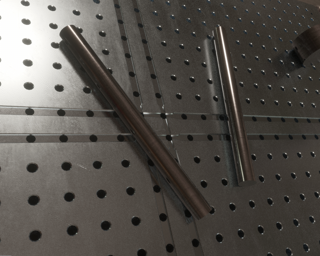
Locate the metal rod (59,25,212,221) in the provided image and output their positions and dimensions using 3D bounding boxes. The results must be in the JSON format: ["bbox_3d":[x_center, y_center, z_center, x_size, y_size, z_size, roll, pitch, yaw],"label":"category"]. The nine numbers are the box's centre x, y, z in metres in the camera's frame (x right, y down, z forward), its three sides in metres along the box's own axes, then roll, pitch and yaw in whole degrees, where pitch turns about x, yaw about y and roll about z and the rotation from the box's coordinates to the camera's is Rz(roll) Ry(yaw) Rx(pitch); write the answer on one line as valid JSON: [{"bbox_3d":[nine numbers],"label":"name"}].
[{"bbox_3d":[-0.036,-0.013,0.397,0.025,0.025,0.299,-30,79,-38],"label":"metal rod"}]

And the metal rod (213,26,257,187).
[{"bbox_3d":[0.116,-0.052,0.504,0.025,0.025,0.299,12,57,-22],"label":"metal rod"}]

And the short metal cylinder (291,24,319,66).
[{"bbox_3d":[0.333,-0.177,0.664,0.081,0.080,0.050,-9,67,-33],"label":"short metal cylinder"}]
